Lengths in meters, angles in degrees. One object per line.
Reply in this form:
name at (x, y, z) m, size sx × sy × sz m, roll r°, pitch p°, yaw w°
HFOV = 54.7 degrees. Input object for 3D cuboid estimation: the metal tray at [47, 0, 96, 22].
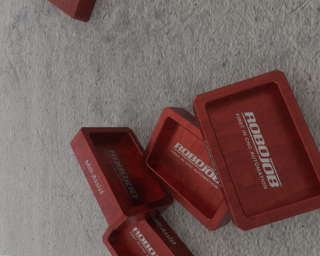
metal tray at (-0.154, -0.248, 0.529) m, size 0.130 × 0.030 × 0.089 m, roll 40°, pitch 114°, yaw 32°

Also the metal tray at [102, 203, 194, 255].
metal tray at (-0.017, 0.166, 0.415) m, size 0.130 × 0.030 × 0.089 m, roll 45°, pitch 117°, yaw 31°

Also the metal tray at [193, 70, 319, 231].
metal tray at (0.093, 0.019, 0.293) m, size 0.090 × 0.030 × 0.129 m, roll -18°, pitch 76°, yaw 1°

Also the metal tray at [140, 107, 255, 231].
metal tray at (0.041, 0.043, 0.367) m, size 0.130 × 0.030 × 0.089 m, roll 38°, pitch 113°, yaw 33°

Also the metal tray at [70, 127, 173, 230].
metal tray at (-0.050, 0.057, 0.403) m, size 0.030 × 0.091 × 0.130 m, roll -48°, pitch 62°, yaw 30°
